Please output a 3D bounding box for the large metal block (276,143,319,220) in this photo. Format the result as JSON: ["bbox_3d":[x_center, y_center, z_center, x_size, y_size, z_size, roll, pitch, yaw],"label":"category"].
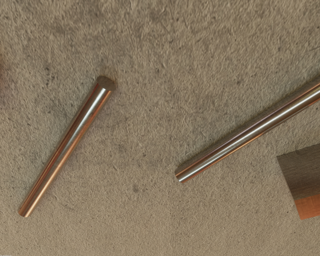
[{"bbox_3d":[0.221,0.072,0.436,0.080,0.080,0.050,-20,127,16],"label":"large metal block"}]

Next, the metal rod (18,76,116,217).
[{"bbox_3d":[-0.144,0.043,0.441,0.025,0.025,0.298,26,125,-21],"label":"metal rod"}]

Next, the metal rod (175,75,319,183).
[{"bbox_3d":[0.138,-0.008,0.402,0.299,0.025,0.025,-37,121,27],"label":"metal rod"}]
